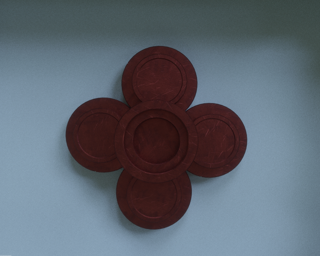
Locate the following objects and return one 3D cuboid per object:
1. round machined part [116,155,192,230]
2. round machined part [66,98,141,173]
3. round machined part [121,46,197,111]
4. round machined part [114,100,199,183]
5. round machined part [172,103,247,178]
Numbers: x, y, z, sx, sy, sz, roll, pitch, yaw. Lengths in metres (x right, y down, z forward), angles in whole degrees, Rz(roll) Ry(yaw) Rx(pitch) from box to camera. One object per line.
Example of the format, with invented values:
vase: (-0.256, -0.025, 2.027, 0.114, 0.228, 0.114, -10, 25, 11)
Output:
round machined part: (-0.008, 0.083, 0.401, 0.099, 0.042, 0.097, 0, 88, -1)
round machined part: (-0.073, 0.009, 0.400, 0.099, 0.042, 0.097, 0, 90, 0)
round machined part: (-0.001, -0.058, 0.400, 0.099, 0.042, 0.097, 0, 90, 0)
round machined part: (-0.004, 0.015, 0.380, 0.099, 0.042, 0.097, 0, 90, 0)
round machined part: (0.064, 0.016, 0.401, 0.099, 0.042, 0.097, 0, 90, 0)
